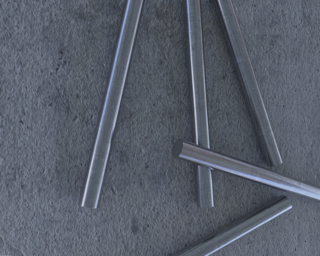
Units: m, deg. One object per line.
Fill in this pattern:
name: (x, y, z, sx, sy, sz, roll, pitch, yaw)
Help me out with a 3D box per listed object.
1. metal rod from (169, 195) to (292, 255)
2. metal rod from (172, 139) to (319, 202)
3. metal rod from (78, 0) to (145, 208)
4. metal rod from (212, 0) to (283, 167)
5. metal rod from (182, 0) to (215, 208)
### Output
metal rod: (0.062, 0.167, 0.431, 0.302, 0.025, 0.025, -21, 97, -19)
metal rod: (0.150, 0.070, 0.447, 0.302, 0.025, 0.025, 19, 84, -25)
metal rod: (-0.056, -0.051, 0.388, 0.025, 0.025, 0.298, 14, 85, -20)
metal rod: (0.124, -0.085, 0.454, 0.025, 0.025, 0.298, -23, 98, -19)
metal rod: (0.053, -0.041, 0.428, 0.025, 0.025, 0.298, -5, 92, -20)
